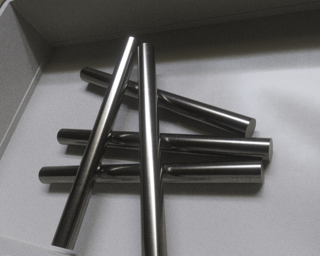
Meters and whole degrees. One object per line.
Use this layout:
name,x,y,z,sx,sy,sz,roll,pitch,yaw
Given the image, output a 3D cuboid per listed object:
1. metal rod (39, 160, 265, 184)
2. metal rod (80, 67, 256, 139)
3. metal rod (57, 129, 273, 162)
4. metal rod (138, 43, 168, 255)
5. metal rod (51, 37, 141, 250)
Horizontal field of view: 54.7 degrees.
metal rod,-0.030,0.057,0.383,0.301,0.025,0.025,-5,60,25
metal rod,-0.011,-0.045,0.435,0.300,0.025,0.025,22,74,35
metal rod,-0.015,0.018,0.399,0.300,0.025,0.025,2,63,28
metal rod,-0.012,0.011,0.370,0.025,0.025,0.299,-16,55,19
metal rod,-0.075,0.002,0.408,0.025,0.025,0.300,0,62,28
